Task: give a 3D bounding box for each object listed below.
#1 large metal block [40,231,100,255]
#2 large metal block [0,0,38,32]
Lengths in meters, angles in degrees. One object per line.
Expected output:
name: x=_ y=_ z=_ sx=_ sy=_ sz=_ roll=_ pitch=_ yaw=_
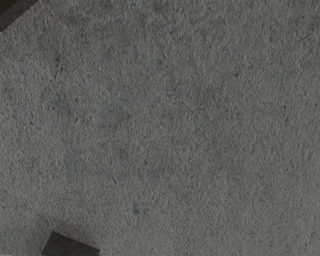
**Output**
large metal block: x=-0.150 y=0.219 z=0.476 sx=0.080 sy=0.050 sz=0.080 roll=26 pitch=108 yaw=-10
large metal block: x=-0.184 y=-0.161 z=0.335 sx=0.080 sy=0.050 sz=0.080 roll=-35 pitch=107 yaw=12
